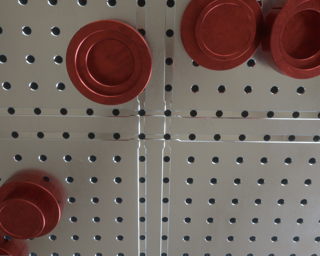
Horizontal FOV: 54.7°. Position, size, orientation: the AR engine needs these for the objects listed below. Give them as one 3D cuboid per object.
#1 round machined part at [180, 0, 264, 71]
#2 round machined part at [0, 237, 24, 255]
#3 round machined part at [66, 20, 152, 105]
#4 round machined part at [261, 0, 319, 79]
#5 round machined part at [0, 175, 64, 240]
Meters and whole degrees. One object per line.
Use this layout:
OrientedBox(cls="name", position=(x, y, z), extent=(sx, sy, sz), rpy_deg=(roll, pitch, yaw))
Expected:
OrientedBox(cls="round machined part", position=(0.073, -0.116, 0.363), extent=(0.099, 0.042, 0.097), rpy_deg=(0, 110, -1))
OrientedBox(cls="round machined part", position=(-0.268, 0.220, 0.482), extent=(0.099, 0.042, 0.097), rpy_deg=(0, 110, -1))
OrientedBox(cls="round machined part", position=(-0.058, -0.080, 0.374), extent=(0.099, 0.042, 0.097), rpy_deg=(0, 110, -1))
OrientedBox(cls="round machined part", position=(0.163, -0.109, 0.360), extent=(0.099, 0.042, 0.097), rpy_deg=(-4, 111, -10))
OrientedBox(cls="round machined part", position=(-0.194, 0.120, 0.446), extent=(0.099, 0.042, 0.097), rpy_deg=(0, 110, -1))
